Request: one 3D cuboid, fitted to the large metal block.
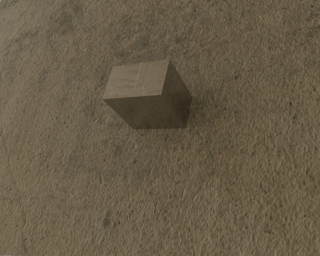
[{"bbox_3d":[-0.013,-0.039,0.400,0.080,0.080,0.050,-1,61,27],"label":"large metal block"}]
